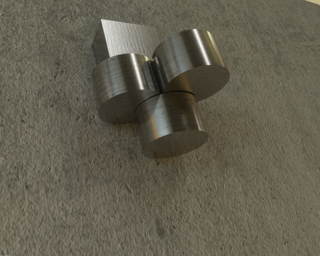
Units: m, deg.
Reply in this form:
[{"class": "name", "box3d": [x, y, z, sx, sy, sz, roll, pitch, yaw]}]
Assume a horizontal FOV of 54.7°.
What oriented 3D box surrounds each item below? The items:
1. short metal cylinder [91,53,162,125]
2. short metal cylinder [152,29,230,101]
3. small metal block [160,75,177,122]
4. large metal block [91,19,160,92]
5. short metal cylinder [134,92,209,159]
[{"class": "short metal cylinder", "box3d": [-0.039, -0.045, 0.377, 0.081, 0.080, 0.050, -2, 63, -29]}, {"class": "short metal cylinder", "box3d": [0.036, -0.070, 0.368, 0.081, 0.080, 0.050, -2, 63, -29]}, {"class": "small metal block", "box3d": [0.011, -0.038, 0.421, 0.025, 0.050, 0.050, 1, 61, -28]}, {"class": "large metal block", "box3d": [-0.042, -0.096, 0.426, 0.081, 0.050, 0.080, -2, 63, -29]}, {"class": "short metal cylinder", "box3d": [0.013, -0.001, 0.378, 0.081, 0.080, 0.050, 0, 62, -29]}]
